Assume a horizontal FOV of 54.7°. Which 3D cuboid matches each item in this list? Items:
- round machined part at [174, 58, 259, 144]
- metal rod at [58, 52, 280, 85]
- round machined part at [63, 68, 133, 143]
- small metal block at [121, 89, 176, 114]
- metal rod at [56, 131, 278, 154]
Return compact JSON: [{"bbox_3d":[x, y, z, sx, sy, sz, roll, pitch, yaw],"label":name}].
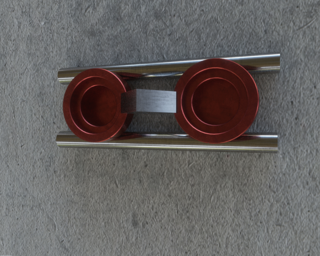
[{"bbox_3d":[0.068,-0.031,0.371,0.098,0.042,0.097,0,90,20],"label":"round machined part"},{"bbox_3d":[-0.002,-0.076,0.410,0.301,0.025,0.025,0,90,19],"label":"metal rod"},{"bbox_3d":[-0.079,-0.030,0.424,0.098,0.042,0.097,0,90,20],"label":"round machined part"},{"bbox_3d":[-0.015,-0.030,0.374,0.050,0.050,0.025,-1,89,63],"label":"small metal block"},{"bbox_3d":[-0.005,0.017,0.411,0.301,0.025,0.025,0,90,19],"label":"metal rod"}]
